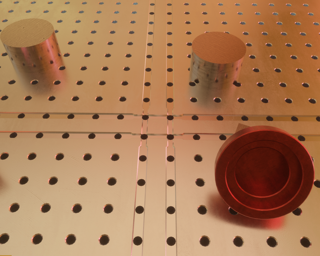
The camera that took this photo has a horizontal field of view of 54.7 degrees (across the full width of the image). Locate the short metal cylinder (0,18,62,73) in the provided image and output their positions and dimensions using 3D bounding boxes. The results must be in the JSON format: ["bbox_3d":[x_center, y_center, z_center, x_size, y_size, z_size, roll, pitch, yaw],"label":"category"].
[{"bbox_3d":[-0.207,-0.134,0.502,0.080,0.050,0.080,0,50,0],"label":"short metal cylinder"}]

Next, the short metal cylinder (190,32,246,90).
[{"bbox_3d":[0.088,-0.105,0.480,0.080,0.050,0.080,0,50,0],"label":"short metal cylinder"}]

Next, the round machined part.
[{"bbox_3d":[0.109,0.045,0.336,0.099,0.097,0.042,8,13,6],"label":"round machined part"}]

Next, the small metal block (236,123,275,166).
[{"bbox_3d":[0.114,0.027,0.386,0.050,0.025,0.050,18,52,15],"label":"small metal block"}]
